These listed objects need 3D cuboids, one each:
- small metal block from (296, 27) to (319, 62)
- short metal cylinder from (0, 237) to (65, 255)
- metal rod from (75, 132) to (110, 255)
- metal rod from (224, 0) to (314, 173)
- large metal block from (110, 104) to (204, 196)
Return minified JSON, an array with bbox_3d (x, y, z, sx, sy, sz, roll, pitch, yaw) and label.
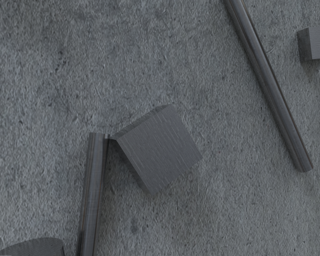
[{"bbox_3d":[0.254,-0.136,0.503,0.050,0.025,0.050,-9,93,-20],"label":"small metal block"},{"bbox_3d":[-0.140,0.158,0.328,0.081,0.080,0.050,-10,94,-20],"label":"short metal cylinder"},{"bbox_3d":[-0.090,0.155,0.376,0.025,0.025,0.298,7,88,-20],"label":"metal rod"},{"bbox_3d":[0.166,-0.067,0.470,0.025,0.025,0.299,-30,100,-18],"label":"metal rod"},{"bbox_3d":[-0.006,0.025,0.394,0.080,0.050,0.080,-34,101,-17],"label":"large metal block"}]
